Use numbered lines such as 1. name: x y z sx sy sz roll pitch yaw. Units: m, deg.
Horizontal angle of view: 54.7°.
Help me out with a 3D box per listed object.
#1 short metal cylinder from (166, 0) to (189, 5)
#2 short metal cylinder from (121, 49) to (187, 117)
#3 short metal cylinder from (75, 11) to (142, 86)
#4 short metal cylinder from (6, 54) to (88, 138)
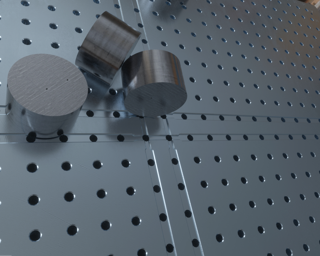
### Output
1. short metal cylinder: 0.032 -0.281 0.583 0.081 0.050 0.080 14 56 -21
2. short metal cylinder: -0.009 -0.056 0.404 0.081 0.080 0.050 5 60 -26
3. short metal cylinder: -0.066 -0.102 0.401 0.050 0.080 0.080 31 52 -9
4. short metal cylinder: -0.127 -0.035 0.346 0.081 0.050 0.080 14 56 -21
